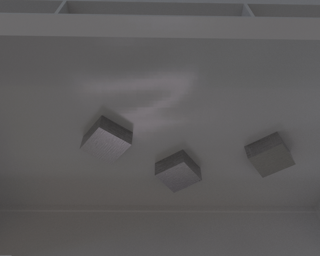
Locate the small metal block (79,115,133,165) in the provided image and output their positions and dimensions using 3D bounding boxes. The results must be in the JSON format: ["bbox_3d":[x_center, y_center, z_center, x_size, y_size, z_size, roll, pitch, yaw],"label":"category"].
[{"bbox_3d":[-0.073,0.017,0.423,0.050,0.025,0.050,31,123,-24],"label":"small metal block"}]

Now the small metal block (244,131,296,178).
[{"bbox_3d":[0.157,0.039,0.444,0.050,0.025,0.050,-29,125,22],"label":"small metal block"}]

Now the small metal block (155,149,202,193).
[{"bbox_3d":[0.028,0.066,0.465,0.050,0.025,0.050,-29,125,22],"label":"small metal block"}]
